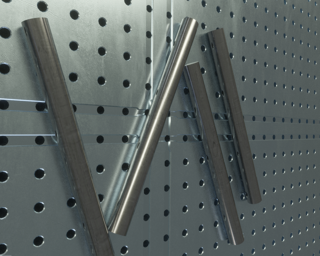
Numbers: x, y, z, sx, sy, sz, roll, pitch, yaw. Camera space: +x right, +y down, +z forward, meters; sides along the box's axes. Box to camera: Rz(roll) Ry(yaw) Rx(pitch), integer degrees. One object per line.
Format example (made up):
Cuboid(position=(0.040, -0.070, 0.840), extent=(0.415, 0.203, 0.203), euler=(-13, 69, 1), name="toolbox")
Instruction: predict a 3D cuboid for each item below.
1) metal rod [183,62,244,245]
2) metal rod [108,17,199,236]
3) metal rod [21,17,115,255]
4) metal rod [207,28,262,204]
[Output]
Cuboid(position=(0.085, 0.047, 0.478), extent=(0.025, 0.025, 0.299), euler=(-27, 107, -37), name="metal rod")
Cuboid(position=(-0.004, -0.013, 0.404), extent=(0.025, 0.025, 0.299), euler=(30, 71, -36), name="metal rod")
Cuboid(position=(-0.090, 0.037, 0.333), extent=(0.025, 0.025, 0.298), euler=(-22, 104, -38), name="metal rod")
Cuboid(position=(0.126, -0.012, 0.512), extent=(0.025, 0.025, 0.299), euler=(-27, 107, -37), name="metal rod")
